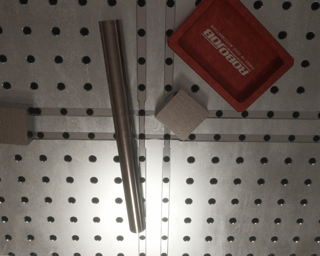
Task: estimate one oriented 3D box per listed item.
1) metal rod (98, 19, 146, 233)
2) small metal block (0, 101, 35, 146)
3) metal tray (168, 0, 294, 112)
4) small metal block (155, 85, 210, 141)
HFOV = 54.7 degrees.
[{"bbox_3d":[-0.047,0.012,0.417,0.025,0.025,0.298,-5,110,1],"label":"metal rod"},{"bbox_3d":[-0.196,-0.006,0.408,0.050,0.025,0.050,5,110,-3],"label":"small metal block"},{"bbox_3d":[0.084,-0.093,0.377,0.130,0.030,0.090,41,105,-14],"label":"metal tray"},{"bbox_3d":[0.029,-0.020,0.407,0.050,0.025,0.050,39,105,-14],"label":"small metal block"}]
